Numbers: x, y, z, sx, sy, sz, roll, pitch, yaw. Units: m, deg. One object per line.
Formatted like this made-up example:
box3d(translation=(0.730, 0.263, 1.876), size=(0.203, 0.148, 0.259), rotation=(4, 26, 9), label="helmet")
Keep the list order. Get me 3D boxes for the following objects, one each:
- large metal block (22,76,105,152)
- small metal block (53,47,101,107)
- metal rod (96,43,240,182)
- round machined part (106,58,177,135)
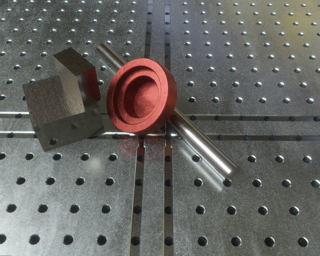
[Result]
box3d(translation=(-0.127, -0.025, 0.411), size=(0.081, 0.050, 0.080), rotation=(-19, 53, -16), label="large metal block")
box3d(translation=(-0.100, -0.062, 0.377), size=(0.025, 0.050, 0.050), rotation=(-35, 59, -26), label="small metal block")
box3d(translation=(-0.005, -0.038, 0.439), size=(0.025, 0.025, 0.300), rotation=(-30, 56, -23), label="metal rod")
box3d(translation=(-0.020, -0.039, 0.407), size=(0.098, 0.042, 0.098), rotation=(-7, 77, 32), label="round machined part")
